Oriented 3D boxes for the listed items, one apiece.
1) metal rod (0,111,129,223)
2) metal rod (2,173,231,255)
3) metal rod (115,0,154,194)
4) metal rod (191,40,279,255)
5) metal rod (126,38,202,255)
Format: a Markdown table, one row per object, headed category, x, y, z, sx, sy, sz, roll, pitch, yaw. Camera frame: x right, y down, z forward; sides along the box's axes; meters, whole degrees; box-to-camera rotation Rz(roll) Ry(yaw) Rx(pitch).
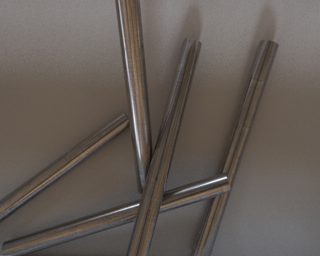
| category | x | y | z | sx | sy | sz | roll | pitch | yaw |
| --- | --- | --- | --- | --- | --- | --- | --- | --- | --- |
| metal rod | -0.163 | 0.076 | 0.409 | 0.301 | 0.025 | 0.025 | -36 | 90 | -1 |
| metal rod | -0.058 | 0.115 | 0.398 | 0.301 | 0.025 | 0.025 | -18 | 90 | 4 |
| metal rod | -0.027 | -0.053 | 0.351 | 0.025 | 0.025 | 0.298 | -4 | 115 | 0 |
| metal rod | 0.099 | 0.029 | 0.412 | 0.025 | 0.025 | 0.298 | 18 | 90 | -1 |
| metal rod | 0.005 | 0.028 | 0.382 | 0.025 | 0.025 | 0.299 | 15 | 78 | -1 |
